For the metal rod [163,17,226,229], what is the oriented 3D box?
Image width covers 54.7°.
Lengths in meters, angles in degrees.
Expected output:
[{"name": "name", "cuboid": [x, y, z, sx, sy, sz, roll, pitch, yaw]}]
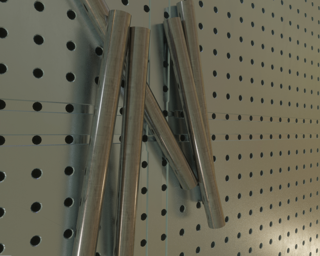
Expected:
[{"name": "metal rod", "cuboid": [0.050, -0.003, 0.438, 0.025, 0.025, 0.298, -17, 97, -39]}]

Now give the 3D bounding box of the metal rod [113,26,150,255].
[{"name": "metal rod", "cuboid": [-0.035, 0.036, 0.362, 0.025, 0.025, 0.298, 1, 95, -40]}]

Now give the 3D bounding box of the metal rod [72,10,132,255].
[{"name": "metal rod", "cuboid": [-0.066, 0.023, 0.338, 0.025, 0.025, 0.298, 9, 90, -40]}]

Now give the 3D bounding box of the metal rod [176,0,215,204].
[{"name": "metal rod", "cuboid": [0.057, -0.032, 0.458, 0.025, 0.025, 0.298, -14, 99, -39]}]

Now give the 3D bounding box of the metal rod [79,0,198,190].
[{"name": "metal rod", "cuboid": [-0.021, -0.041, 0.392, 0.025, 0.025, 0.299, -43, 116, -32]}]
